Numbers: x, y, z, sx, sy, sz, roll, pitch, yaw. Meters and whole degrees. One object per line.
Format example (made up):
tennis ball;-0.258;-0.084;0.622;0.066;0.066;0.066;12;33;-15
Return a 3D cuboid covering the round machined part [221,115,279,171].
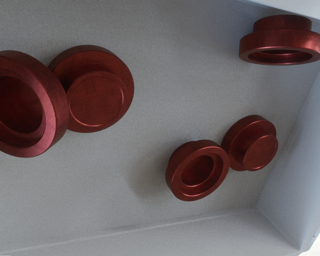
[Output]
round machined part;0.151;0.031;0.502;0.099;0.042;0.097;-14;125;-21

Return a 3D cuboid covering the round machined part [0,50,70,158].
round machined part;-0.129;-0.024;0.291;0.098;0.042;0.097;7;116;14

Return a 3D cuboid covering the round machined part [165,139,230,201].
round machined part;0.052;0.059;0.464;0.099;0.042;0.097;-14;125;-21

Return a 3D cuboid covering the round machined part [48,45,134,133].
round machined part;-0.074;-0.036;0.336;0.099;0.042;0.097;-14;125;-21

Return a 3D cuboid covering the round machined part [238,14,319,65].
round machined part;0.150;-0.109;0.386;0.099;0.098;0.042;4;91;-31
